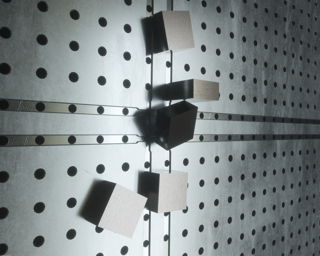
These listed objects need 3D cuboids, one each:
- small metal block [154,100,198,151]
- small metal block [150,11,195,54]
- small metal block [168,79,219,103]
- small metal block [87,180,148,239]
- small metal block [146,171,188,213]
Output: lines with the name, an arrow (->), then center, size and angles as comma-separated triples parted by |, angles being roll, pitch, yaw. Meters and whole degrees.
small metal block -> 0.021, -0.004, 0.413 | 0.050, 0.025, 0.050 | -22, 130, -38
small metal block -> 0.018, -0.131, 0.423 | 0.050, 0.025, 0.050 | -17, 101, -39
small metal block -> 0.046, -0.050, 0.430 | 0.050, 0.050, 0.025 | 0, 90, -40
small metal block -> -0.049, 0.096, 0.367 | 0.050, 0.025, 0.050 | 35, 69, -34
small metal block -> 0.010, 0.084, 0.416 | 0.050, 0.025, 0.050 | 5, 87, -40
